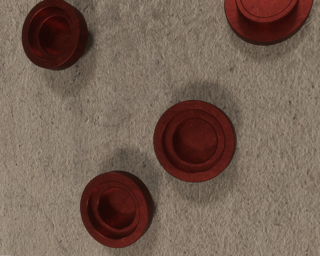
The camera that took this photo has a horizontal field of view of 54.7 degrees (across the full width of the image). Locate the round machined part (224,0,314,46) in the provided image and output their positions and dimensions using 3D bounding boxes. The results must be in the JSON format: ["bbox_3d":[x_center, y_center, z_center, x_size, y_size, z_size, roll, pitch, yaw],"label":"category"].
[{"bbox_3d":[0.123,-0.149,0.356,0.098,0.042,0.097,0,90,19],"label":"round machined part"}]

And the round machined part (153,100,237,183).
[{"bbox_3d":[0.045,0.016,0.384,0.098,0.042,0.097,0,90,19],"label":"round machined part"}]

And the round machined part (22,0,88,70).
[{"bbox_3d":[-0.147,-0.132,0.450,0.098,0.042,0.097,0,90,19],"label":"round machined part"}]

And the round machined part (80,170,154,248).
[{"bbox_3d":[-0.054,0.106,0.418,0.098,0.042,0.097,0,90,19],"label":"round machined part"}]
